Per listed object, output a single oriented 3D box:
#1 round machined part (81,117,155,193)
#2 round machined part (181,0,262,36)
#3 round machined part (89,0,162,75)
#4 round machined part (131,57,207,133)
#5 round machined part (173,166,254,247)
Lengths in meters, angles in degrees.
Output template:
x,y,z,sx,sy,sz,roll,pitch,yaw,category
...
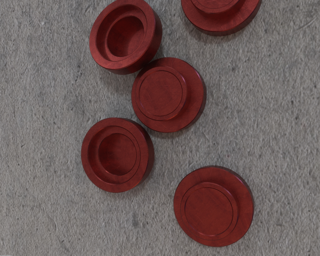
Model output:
x,y,z,sx,sy,sz,roll,pitch,yaw,category
-0.053,0.035,0.419,0.098,0.042,0.097,0,90,20,round machined part
0.072,-0.165,0.374,0.098,0.042,0.097,0,90,20,round machined part
-0.041,-0.116,0.407,0.098,0.042,0.098,-5,77,25,round machined part
0.007,-0.042,0.397,0.098,0.042,0.097,0,90,20,round machined part
0.063,0.097,0.378,0.098,0.042,0.097,0,90,20,round machined part
